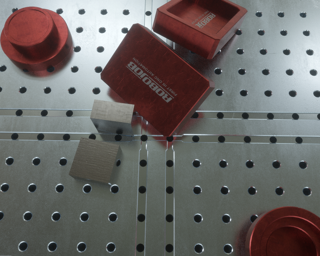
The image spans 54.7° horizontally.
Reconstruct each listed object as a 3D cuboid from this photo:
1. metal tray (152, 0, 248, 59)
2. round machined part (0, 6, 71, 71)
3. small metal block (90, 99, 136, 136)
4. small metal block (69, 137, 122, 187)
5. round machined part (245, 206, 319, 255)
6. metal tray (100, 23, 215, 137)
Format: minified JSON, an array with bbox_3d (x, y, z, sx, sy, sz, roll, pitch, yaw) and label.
[{"bbox_3d":[0.060,-0.153,0.435,0.090,0.030,0.131,30,46,10],"label":"metal tray"},{"bbox_3d":[-0.183,-0.136,0.451,0.099,0.042,0.098,0,70,0],"label":"round machined part"},{"bbox_3d":[-0.058,-0.012,0.402,0.050,0.050,0.025,8,71,3],"label":"small metal block"},{"bbox_3d":[-0.081,0.043,0.395,0.050,0.025,0.050,12,70,4],"label":"small metal block"},{"bbox_3d":[0.146,0.141,0.352,0.099,0.042,0.098,0,70,0],"label":"round machined part"},{"bbox_3d":[-0.006,-0.063,0.408,0.130,0.030,0.090,42,109,14],"label":"metal tray"}]
